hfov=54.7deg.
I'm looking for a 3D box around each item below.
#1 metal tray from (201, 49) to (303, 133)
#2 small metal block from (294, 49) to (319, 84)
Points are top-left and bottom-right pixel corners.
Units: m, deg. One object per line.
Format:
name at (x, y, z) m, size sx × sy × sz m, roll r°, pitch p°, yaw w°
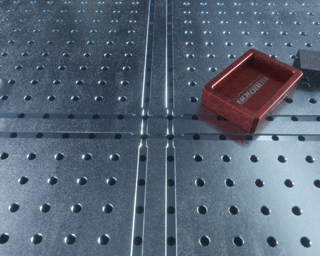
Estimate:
metal tray at (0.135, -0.060, 0.454) m, size 0.090 × 0.030 × 0.131 m, roll 35°, pitch 58°, yaw 26°
small metal block at (0.244, -0.097, 0.491) m, size 0.050 × 0.025 × 0.050 m, roll 10°, pitch 51°, yaw 8°
